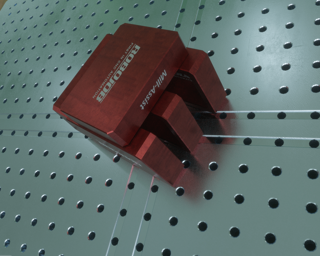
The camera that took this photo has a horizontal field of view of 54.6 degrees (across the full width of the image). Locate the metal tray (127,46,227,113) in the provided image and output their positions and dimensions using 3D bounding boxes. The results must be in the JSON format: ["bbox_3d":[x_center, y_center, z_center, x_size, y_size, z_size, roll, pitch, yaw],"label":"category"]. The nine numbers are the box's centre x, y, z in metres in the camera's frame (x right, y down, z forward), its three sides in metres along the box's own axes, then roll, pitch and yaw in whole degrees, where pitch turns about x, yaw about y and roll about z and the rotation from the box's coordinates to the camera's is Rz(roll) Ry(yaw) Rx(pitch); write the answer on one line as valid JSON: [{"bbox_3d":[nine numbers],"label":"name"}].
[{"bbox_3d":[0.013,-0.070,0.402,0.130,0.090,0.030,23,75,36],"label":"metal tray"}]

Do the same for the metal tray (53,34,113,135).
[{"bbox_3d":[-0.087,-0.057,0.445,0.030,0.090,0.130,29,76,15],"label":"metal tray"}]

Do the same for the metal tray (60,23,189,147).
[{"bbox_3d":[-0.040,-0.053,0.343,0.090,0.030,0.130,23,74,36],"label":"metal tray"}]

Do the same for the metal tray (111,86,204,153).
[{"bbox_3d":[-0.018,-0.021,0.389,0.130,0.090,0.030,22,73,35],"label":"metal tray"}]

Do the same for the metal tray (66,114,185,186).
[{"bbox_3d":[-0.043,0.017,0.379,0.130,0.090,0.030,23,75,36],"label":"metal tray"}]
